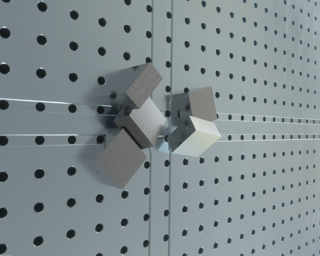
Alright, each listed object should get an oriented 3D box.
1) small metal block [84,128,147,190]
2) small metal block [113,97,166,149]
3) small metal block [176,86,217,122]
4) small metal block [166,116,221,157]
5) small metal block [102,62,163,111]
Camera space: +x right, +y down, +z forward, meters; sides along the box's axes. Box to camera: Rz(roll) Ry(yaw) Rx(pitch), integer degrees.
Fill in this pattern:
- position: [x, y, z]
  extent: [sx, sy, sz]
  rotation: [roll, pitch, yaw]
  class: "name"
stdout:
- position: [-0.051, 0.035, 0.366]
  extent: [0.050, 0.025, 0.050]
  rotation: [-52, 121, -27]
  class: "small metal block"
- position: [-0.023, -0.009, 0.379]
  extent: [0.050, 0.025, 0.050]
  rotation: [53, 39, -27]
  class: "small metal block"
- position: [0.054, -0.031, 0.453]
  extent: [0.050, 0.025, 0.050]
  rotation: [-19, 102, -38]
  class: "small metal block"
- position: [0.046, 0.013, 0.428]
  extent: [0.050, 0.050, 0.025]
  rotation: [13, 43, -39]
  class: "small metal block"
- position: [-0.033, -0.048, 0.365]
  extent: [0.025, 0.050, 0.050]
  rotation: [50, 61, -28]
  class: "small metal block"
